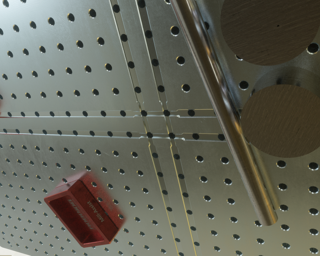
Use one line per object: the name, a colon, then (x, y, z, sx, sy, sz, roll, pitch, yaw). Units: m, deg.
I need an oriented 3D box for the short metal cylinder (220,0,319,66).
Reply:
short metal cylinder: (0.101, -0.102, 0.279, 0.080, 0.050, 0.079, 13, 124, 21)

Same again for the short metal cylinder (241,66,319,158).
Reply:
short metal cylinder: (0.129, -0.017, 0.317, 0.080, 0.050, 0.079, 13, 124, 21)

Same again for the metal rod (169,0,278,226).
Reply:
metal rod: (0.082, -0.007, 0.363, 0.025, 0.025, 0.299, -13, 112, 33)

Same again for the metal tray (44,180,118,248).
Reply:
metal tray: (-0.150, 0.167, 0.590, 0.090, 0.030, 0.130, -24, 106, 36)
